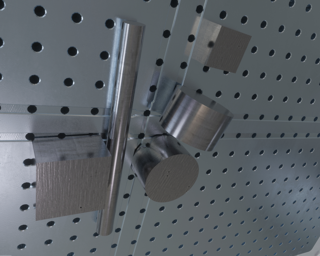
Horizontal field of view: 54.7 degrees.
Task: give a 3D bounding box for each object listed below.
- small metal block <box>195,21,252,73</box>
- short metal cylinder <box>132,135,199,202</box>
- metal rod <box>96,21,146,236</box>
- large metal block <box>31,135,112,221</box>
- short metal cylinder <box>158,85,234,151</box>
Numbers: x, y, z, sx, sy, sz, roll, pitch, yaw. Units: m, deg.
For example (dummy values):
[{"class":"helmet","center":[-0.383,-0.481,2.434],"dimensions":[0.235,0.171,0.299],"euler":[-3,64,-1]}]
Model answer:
[{"class":"small metal block","center":[0.080,-0.101,0.393],"dimensions":[0.050,0.025,0.050],"euler":[6,115,-31]},{"class":"short metal cylinder","center":[0.007,0.057,0.434],"dimensions":[0.081,0.050,0.079],"euler":[-14,124,-21]},{"class":"metal rod","center":[-0.055,0.020,0.393],"dimensions":[0.025,0.025,0.298],"euler":[-3,120,-27]},{"class":"large metal block","center":[-0.108,0.057,0.371],"dimensions":[0.081,0.050,0.079],"euler":[-3,120,-27]},{"class":"short metal cylinder","center":[0.045,-0.013,0.392],"dimensions":[0.081,0.080,0.050],"euler":[16,110,-35]}]
